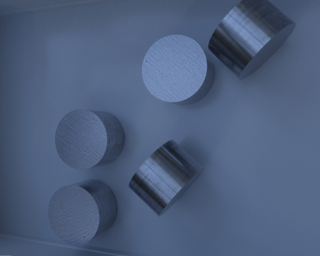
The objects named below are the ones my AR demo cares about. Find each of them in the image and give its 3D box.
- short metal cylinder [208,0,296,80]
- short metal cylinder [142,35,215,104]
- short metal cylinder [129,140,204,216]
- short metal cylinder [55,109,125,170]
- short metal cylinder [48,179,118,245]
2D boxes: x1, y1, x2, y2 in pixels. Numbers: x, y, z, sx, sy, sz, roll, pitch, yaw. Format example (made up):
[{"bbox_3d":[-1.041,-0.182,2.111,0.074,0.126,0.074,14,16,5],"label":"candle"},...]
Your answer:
[{"bbox_3d":[0.101,-0.100,0.345,0.080,0.080,0.050,-45,76,14],"label":"short metal cylinder"},{"bbox_3d":[0.024,-0.070,0.389,0.080,0.050,0.080,0,90,20],"label":"short metal cylinder"},{"bbox_3d":[0.009,0.061,0.378,0.050,0.080,0.080,42,103,15],"label":"short metal cylinder"},{"bbox_3d":[-0.096,0.015,0.431,0.080,0.050,0.080,0,90,20],"label":"short metal cylinder"},{"bbox_3d":[-0.107,0.116,0.435,0.080,0.050,0.080,0,90,20],"label":"short metal cylinder"}]
